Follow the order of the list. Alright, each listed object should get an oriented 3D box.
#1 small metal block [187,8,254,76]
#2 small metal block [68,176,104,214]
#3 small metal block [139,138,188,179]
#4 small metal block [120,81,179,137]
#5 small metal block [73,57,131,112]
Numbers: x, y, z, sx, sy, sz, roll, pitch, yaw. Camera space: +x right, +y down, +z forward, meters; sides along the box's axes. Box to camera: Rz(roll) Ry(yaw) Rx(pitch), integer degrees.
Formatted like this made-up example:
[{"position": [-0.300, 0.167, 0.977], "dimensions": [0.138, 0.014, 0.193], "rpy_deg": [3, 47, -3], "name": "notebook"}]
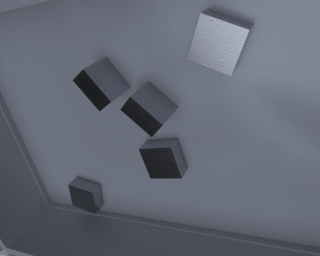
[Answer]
[{"position": [0.062, -0.089, 0.321], "dimensions": [0.050, 0.025, 0.050], "rpy_deg": [24, 127, 13], "name": "small metal block"}, {"position": [-0.130, 0.118, 0.548], "dimensions": [0.050, 0.025, 0.050], "rpy_deg": [13, 124, 20], "name": "small metal block"}, {"position": [0.005, 0.043, 0.431], "dimensions": [0.050, 0.025, 0.050], "rpy_deg": [-6, 116, 30], "name": "small metal block"}, {"position": [-0.012, -0.024, 0.382], "dimensions": [0.050, 0.050, 0.025], "rpy_deg": [41, 129, -1], "name": "small metal block"}, {"position": [-0.072, -0.057, 0.394], "dimensions": [0.025, 0.050, 0.050], "rpy_deg": [-34, 100, 38], "name": "small metal block"}]
